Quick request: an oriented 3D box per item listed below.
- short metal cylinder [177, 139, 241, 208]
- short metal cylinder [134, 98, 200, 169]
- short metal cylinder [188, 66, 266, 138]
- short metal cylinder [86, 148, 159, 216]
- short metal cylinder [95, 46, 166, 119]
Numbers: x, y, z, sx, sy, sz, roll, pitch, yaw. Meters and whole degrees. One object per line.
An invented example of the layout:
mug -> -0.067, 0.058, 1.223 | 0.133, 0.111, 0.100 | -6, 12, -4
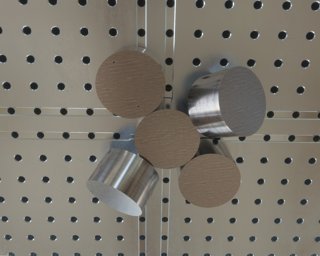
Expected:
short metal cylinder -> 0.064, 0.061, 0.423 | 0.081, 0.050, 0.079 | 0, 110, -1
short metal cylinder -> 0.009, 0.006, 0.402 | 0.081, 0.050, 0.079 | 0, 110, -1
short metal cylinder -> 0.080, -0.029, 0.369 | 0.081, 0.050, 0.080 | 3, 85, -35
short metal cylinder -> -0.048, 0.071, 0.404 | 0.080, 0.050, 0.080 | 21, 147, 15
short metal cylinder -> -0.034, -0.057, 0.378 | 0.081, 0.050, 0.079 | 0, 110, -1
